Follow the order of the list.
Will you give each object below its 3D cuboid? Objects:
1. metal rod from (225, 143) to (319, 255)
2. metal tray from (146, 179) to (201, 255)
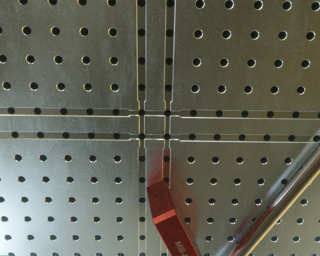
[{"bbox_3d":[0.164,0.134,0.465,0.025,0.025,0.298,29,107,-11],"label":"metal rod"},{"bbox_3d":[0.025,0.147,0.431,0.030,0.090,0.129,-25,109,0],"label":"metal tray"}]
